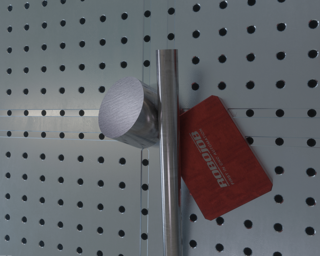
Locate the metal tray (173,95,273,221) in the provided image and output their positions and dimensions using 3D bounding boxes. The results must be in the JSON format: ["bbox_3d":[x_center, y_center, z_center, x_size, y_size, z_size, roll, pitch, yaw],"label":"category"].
[{"bbox_3d":[0.067,0.036,0.386,0.090,0.030,0.130,-33,80,17],"label":"metal tray"}]

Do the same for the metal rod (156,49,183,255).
[{"bbox_3d":[0.013,0.058,0.377,0.025,0.025,0.298,2,102,20],"label":"metal rod"}]

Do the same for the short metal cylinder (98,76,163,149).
[{"bbox_3d":[-0.033,-0.019,0.394,0.080,0.050,0.080,-18,61,37],"label":"short metal cylinder"}]
